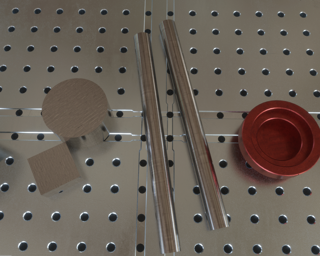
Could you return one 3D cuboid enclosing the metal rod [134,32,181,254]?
[{"bbox_3d":[-0.007,0.005,0.409,0.025,0.025,0.299,-7,70,-3],"label":"metal rod"}]

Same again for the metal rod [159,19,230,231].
[{"bbox_3d":[0.041,-0.018,0.418,0.025,0.025,0.299,-11,70,-4],"label":"metal rod"}]

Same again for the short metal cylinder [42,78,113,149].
[{"bbox_3d":[-0.105,-0.018,0.404,0.081,0.050,0.080,0,70,0],"label":"short metal cylinder"}]

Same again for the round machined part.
[{"bbox_3d":[0.149,0.017,0.397,0.099,0.042,0.098,0,70,0],"label":"round machined part"}]

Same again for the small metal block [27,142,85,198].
[{"bbox_3d":[-0.131,0.053,0.391,0.050,0.025,0.050,-26,72,-9],"label":"small metal block"}]
